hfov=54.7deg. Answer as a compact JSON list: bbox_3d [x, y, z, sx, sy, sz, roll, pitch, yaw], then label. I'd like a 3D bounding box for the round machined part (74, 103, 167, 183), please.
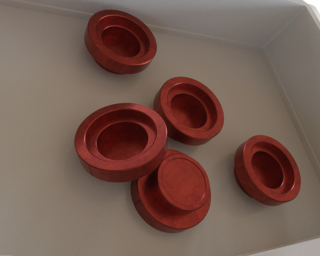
[{"bbox_3d":[-0.041,0.020,0.344,0.099,0.042,0.098,-2,47,2],"label":"round machined part"}]

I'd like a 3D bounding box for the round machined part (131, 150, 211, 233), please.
[{"bbox_3d":[0.019,0.069,0.364,0.099,0.042,0.098,14,56,-21],"label":"round machined part"}]

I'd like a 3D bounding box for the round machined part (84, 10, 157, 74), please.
[{"bbox_3d":[-0.058,-0.115,0.435,0.099,0.042,0.098,14,56,-21],"label":"round machined part"}]

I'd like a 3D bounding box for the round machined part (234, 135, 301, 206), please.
[{"bbox_3d":[0.145,0.062,0.437,0.099,0.042,0.098,14,56,-21],"label":"round machined part"}]

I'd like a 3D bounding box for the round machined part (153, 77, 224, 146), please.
[{"bbox_3d":[0.036,-0.019,0.427,0.099,0.042,0.098,14,56,-21],"label":"round machined part"}]
